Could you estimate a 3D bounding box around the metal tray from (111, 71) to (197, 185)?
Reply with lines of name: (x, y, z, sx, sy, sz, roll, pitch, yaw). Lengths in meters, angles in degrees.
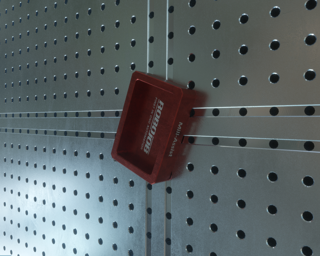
metal tray: (-0.013, -0.002, 0.417, 0.090, 0.030, 0.129, 27, 107, 36)
